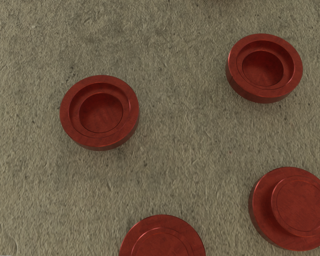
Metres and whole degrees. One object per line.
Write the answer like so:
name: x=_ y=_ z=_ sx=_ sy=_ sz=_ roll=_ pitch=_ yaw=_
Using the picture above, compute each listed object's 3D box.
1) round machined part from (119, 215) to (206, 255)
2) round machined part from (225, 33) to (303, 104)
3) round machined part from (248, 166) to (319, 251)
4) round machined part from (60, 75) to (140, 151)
round machined part: x=0.003 y=0.147 z=0.345 sx=0.099 sy=0.042 sz=0.098 roll=0 pitch=70 yaw=0
round machined part: x=0.139 y=-0.078 z=0.428 sx=0.099 sy=0.042 sz=0.098 roll=0 pitch=70 yaw=0
round machined part: x=0.159 y=0.093 z=0.366 sx=0.099 sy=0.042 sz=0.098 roll=0 pitch=70 yaw=0
round machined part: x=-0.075 y=-0.017 z=0.404 sx=0.099 sy=0.042 sz=0.098 roll=0 pitch=70 yaw=0
